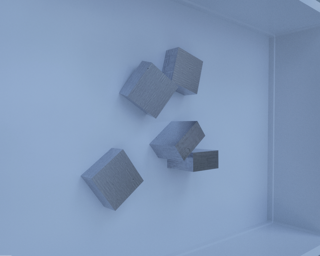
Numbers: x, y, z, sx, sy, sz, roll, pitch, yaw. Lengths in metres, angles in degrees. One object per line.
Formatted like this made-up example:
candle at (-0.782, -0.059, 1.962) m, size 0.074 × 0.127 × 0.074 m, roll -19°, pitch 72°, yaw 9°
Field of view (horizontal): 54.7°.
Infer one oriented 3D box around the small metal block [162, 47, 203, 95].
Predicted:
small metal block at (0.031, -0.078, 0.434) m, size 0.050 × 0.025 × 0.050 m, roll 19°, pitch 78°, yaw -39°

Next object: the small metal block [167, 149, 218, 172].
small metal block at (0.045, 0.043, 0.431) m, size 0.050 × 0.050 × 0.025 m, roll -1°, pitch 91°, yaw -40°

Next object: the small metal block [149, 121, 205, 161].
small metal block at (0.023, 0.016, 0.412) m, size 0.050 × 0.050 × 0.025 m, roll -46°, pitch 118°, yaw -31°

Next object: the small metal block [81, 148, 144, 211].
small metal block at (-0.055, 0.059, 0.363) m, size 0.050 × 0.025 × 0.050 m, roll -44°, pitch 117°, yaw -31°

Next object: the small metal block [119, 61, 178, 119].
small metal block at (-0.014, -0.048, 0.388) m, size 0.050 × 0.025 × 0.050 m, roll 38°, pitch 84°, yaw -34°
